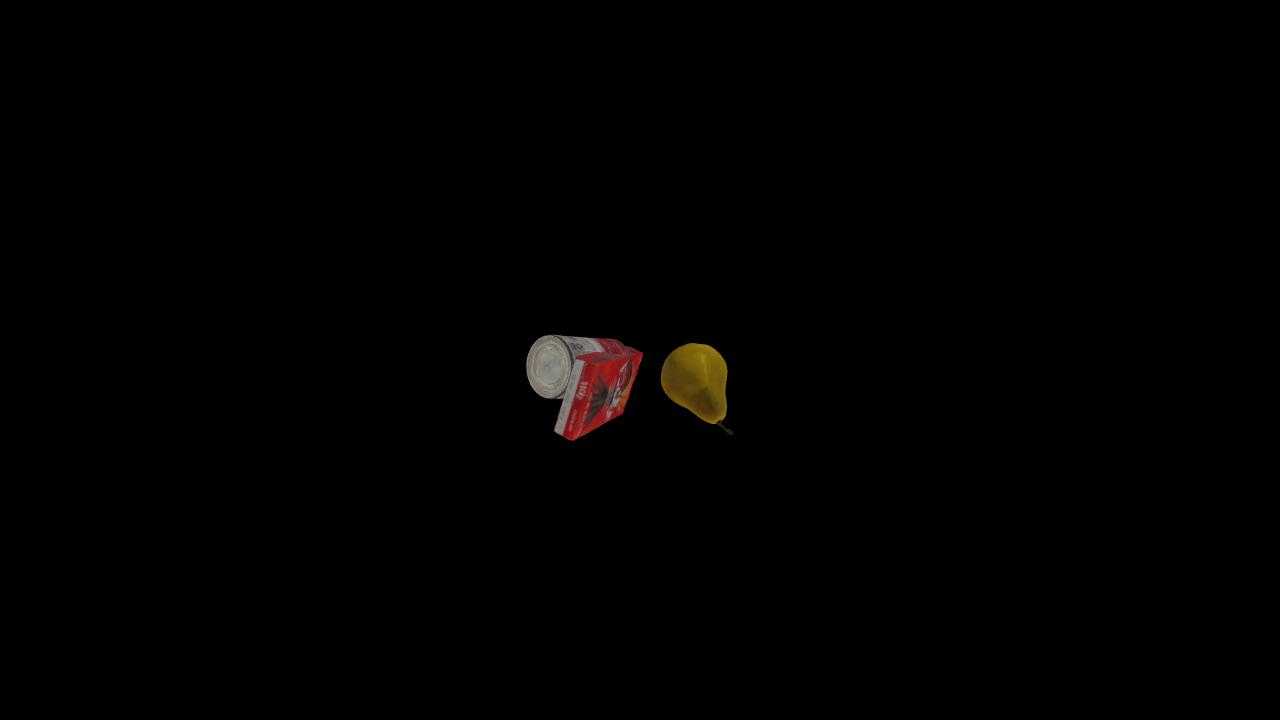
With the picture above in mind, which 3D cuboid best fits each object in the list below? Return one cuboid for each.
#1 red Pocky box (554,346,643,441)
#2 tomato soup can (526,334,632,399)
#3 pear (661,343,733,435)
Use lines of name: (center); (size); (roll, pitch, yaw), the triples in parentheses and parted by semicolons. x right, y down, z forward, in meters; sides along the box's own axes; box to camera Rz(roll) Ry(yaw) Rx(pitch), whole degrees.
red Pocky box: (-0.041, 0.031, 0.670); (0.028, 0.083, 0.155); (20, 11, 14)
tomato soup can: (-0.064, 0.008, 0.664); (0.068, 0.068, 0.101); (0, -1, 36)
pear: (0.069, 0.038, 0.699); (0.080, 0.111, 0.080); (-12, -30, -7)
